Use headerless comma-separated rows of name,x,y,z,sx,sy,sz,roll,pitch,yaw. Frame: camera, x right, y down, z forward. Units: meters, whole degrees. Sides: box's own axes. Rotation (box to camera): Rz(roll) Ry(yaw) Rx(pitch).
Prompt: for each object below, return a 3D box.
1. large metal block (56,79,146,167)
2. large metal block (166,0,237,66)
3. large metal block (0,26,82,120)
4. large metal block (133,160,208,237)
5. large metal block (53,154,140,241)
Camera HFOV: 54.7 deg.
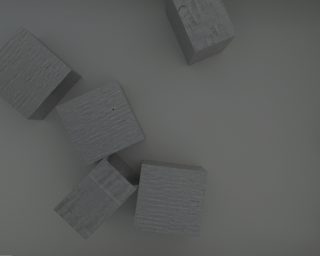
large metal block,-0.072,-0.006,0.398,0.080,0.050,0.080,-25,90,0
large metal block,0.047,-0.131,0.384,0.050,0.080,0.080,-23,90,0
large metal block,-0.163,-0.067,0.397,0.080,0.050,0.080,41,90,0
large metal block,0.013,0.088,0.399,0.080,0.050,0.080,7,90,0
large metal block,-0.072,0.079,0.383,0.050,0.080,0.080,45,90,0
